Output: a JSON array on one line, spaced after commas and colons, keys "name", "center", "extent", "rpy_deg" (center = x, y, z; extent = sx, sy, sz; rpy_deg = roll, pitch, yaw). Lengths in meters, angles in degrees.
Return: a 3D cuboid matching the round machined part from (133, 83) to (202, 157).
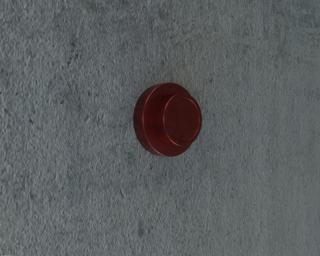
[{"name": "round machined part", "center": [0.017, -0.011, 0.407], "extent": [0.099, 0.042, 0.097], "rpy_deg": [0, 90, -40]}]
